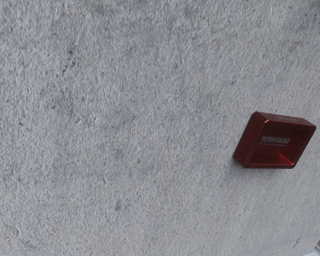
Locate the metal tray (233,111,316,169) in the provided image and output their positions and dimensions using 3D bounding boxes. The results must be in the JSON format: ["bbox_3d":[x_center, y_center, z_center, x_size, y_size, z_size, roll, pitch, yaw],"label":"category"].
[{"bbox_3d":[0.195,0.024,0.525,0.131,0.030,0.089,5,116,-31],"label":"metal tray"}]
